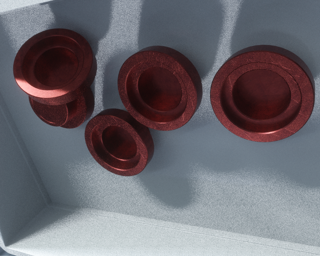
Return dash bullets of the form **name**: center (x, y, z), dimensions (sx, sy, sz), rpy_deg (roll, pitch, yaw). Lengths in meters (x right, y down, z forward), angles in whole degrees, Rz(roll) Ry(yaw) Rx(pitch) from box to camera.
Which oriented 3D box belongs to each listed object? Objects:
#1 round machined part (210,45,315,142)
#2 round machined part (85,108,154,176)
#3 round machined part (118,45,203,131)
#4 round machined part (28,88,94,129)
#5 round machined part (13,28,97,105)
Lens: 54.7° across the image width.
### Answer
- **round machined part**: center (0.105, -0.037, 0.319), dimensions (0.098, 0.042, 0.097), rpy_deg (13, 124, 20)
- **round machined part**: center (-0.052, 0.016, 0.433), dimensions (0.098, 0.042, 0.097), rpy_deg (13, 124, 20)
- **round machined part**: center (0.003, -0.049, 0.364), dimensions (0.098, 0.042, 0.097), rpy_deg (13, 124, 20)
- **round machined part**: center (-0.148, -0.041, 0.448), dimensions (0.098, 0.042, 0.097), rpy_deg (13, 124, 20)
- **round machined part**: center (-0.128, -0.074, 0.395), dimensions (0.098, 0.098, 0.042), rpy_deg (26, 165, 12)
